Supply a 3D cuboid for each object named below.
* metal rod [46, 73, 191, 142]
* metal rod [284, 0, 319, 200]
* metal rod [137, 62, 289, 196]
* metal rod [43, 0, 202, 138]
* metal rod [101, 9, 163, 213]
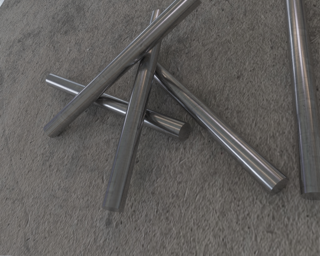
[{"bbox_3d":[-0.082,-0.041,0.471,0.300,0.025,0.025,22,74,36],"label":"metal rod"},{"bbox_3d":[0.164,-0.067,0.358,0.025,0.025,0.300,-6,59,25],"label":"metal rod"},{"bbox_3d":[0.042,-0.030,0.400,0.025,0.025,0.300,-41,51,0],"label":"metal rod"},{"bbox_3d":[-0.066,-0.079,0.436,0.299,0.025,0.025,-38,49,23],"label":"metal rod"},{"bbox_3d":[-0.027,-0.041,0.409,0.025,0.025,0.300,-3,60,26],"label":"metal rod"}]
